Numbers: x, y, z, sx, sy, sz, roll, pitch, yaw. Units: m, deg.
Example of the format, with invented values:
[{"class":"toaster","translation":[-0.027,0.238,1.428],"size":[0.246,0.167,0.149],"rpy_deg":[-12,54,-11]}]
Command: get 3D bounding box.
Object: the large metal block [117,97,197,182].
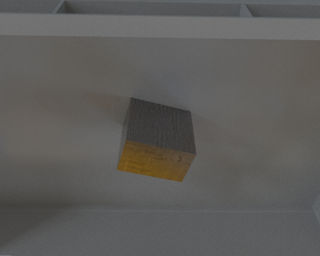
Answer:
[{"class":"large metal block","translation":[-0.005,0.014,0.385],"size":[0.081,0.080,0.050],"rpy_deg":[13,129,-11]}]
